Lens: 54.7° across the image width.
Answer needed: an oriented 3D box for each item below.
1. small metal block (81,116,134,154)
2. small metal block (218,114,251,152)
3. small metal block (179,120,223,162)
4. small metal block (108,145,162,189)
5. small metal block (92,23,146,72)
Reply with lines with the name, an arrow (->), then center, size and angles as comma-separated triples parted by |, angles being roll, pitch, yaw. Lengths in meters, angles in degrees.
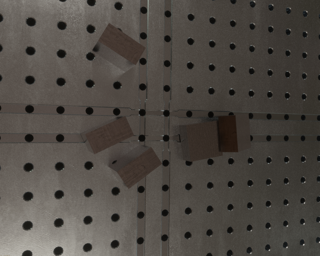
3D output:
small metal block -> -0.065, 0.008, 0.376 | 0.050, 0.050, 0.025 | -26, 99, -18
small metal block -> 0.107, 0.006, 0.441 | 0.050, 0.025, 0.050 | -7, 93, -54
small metal block -> 0.057, 0.017, 0.435 | 0.050, 0.025, 0.050 | -8, 93, -20
small metal block -> -0.032, 0.047, 0.388 | 0.050, 0.050, 0.025 | -35, 102, -17
small metal block -> -0.052, -0.097, 0.381 | 0.050, 0.050, 0.025 | 31, 80, -18
